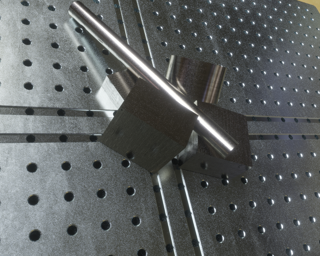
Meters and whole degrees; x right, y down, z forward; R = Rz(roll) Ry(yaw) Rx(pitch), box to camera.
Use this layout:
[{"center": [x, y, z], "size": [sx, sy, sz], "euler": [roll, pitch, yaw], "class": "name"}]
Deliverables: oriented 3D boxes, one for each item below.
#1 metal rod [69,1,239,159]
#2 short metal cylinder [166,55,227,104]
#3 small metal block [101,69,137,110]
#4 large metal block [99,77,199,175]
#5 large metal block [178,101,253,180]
[{"center": [-0.019, -0.073, 0.405], "size": [0.300, 0.025, 0.025], "euler": [44, 50, 17], "class": "metal rod"}, {"center": [0.048, -0.068, 0.433], "size": [0.081, 0.080, 0.050], "euler": [8, 102, -24], "class": "short metal cylinder"}, {"center": [-0.042, -0.051, 0.418], "size": [0.050, 0.025, 0.050], "euler": [-27, 77, -37], "class": "small metal block"}, {"center": [-0.015, 0.001, 0.365], "size": [0.080, 0.080, 0.050], "euler": [32, 51, -8], "class": "large metal block"}, {"center": [0.073, 0.018, 0.422], "size": [0.081, 0.050, 0.080], "euler": [16, 55, -19], "class": "large metal block"}]
